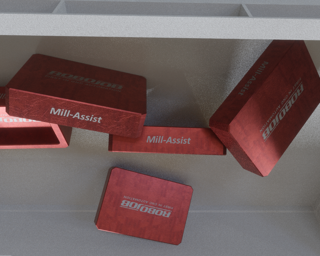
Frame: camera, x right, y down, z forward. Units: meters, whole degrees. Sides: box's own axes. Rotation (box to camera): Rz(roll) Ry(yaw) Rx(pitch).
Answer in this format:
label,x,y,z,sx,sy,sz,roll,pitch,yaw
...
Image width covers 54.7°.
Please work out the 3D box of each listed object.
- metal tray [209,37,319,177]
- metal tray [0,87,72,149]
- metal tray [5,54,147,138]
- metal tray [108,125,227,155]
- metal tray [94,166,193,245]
label,x,y,z,sx,sy,sz,roll,pitch,yaw
metal tray,0.122,-0.023,0.338,0.130,0.030,0.090,-50,123,-12
metal tray,-0.185,-0.010,0.379,0.131,0.030,0.090,-1,146,0
metal tray,-0.081,-0.037,0.331,0.131,0.090,0.030,11,122,-10
metal tray,0.008,0.015,0.382,0.131,0.090,0.030,2,87,-2
metal tray,-0.023,0.117,0.467,0.131,0.090,0.030,17,169,-15
